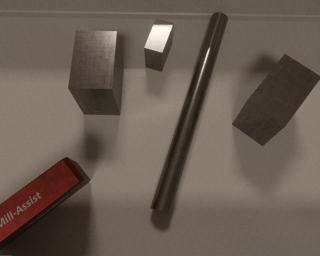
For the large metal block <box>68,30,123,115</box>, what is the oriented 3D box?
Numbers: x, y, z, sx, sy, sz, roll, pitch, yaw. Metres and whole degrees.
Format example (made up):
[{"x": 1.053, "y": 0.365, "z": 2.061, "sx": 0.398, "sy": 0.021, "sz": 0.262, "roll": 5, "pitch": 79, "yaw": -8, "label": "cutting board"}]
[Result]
[{"x": -0.079, "y": -0.069, "z": 0.405, "sx": 0.050, "sy": 0.080, "sz": 0.080, "roll": 1, "pitch": 70, "yaw": 0, "label": "large metal block"}]

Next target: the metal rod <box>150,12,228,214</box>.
[{"x": 0.046, "y": -0.033, "z": 0.422, "sx": 0.025, "sy": 0.025, "sz": 0.299, "roll": 17, "pitch": 71, "yaw": 6, "label": "metal rod"}]

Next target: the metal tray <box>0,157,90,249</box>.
[{"x": -0.141, "y": 0.086, "z": 0.339, "sx": 0.131, "sy": 0.090, "sz": 0.030, "roll": -38, "pitch": 87, "yaw": -13, "label": "metal tray"}]

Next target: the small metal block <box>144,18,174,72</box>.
[{"x": -0.001, "y": -0.116, "z": 0.439, "sx": 0.025, "sy": 0.050, "sz": 0.050, "roll": 17, "pitch": 71, "yaw": 6, "label": "small metal block"}]

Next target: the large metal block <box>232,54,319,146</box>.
[{"x": 0.144, "y": -0.032, "z": 0.394, "sx": 0.050, "sy": 0.080, "sz": 0.080, "roll": 38, "pitch": 74, "yaw": 12, "label": "large metal block"}]
